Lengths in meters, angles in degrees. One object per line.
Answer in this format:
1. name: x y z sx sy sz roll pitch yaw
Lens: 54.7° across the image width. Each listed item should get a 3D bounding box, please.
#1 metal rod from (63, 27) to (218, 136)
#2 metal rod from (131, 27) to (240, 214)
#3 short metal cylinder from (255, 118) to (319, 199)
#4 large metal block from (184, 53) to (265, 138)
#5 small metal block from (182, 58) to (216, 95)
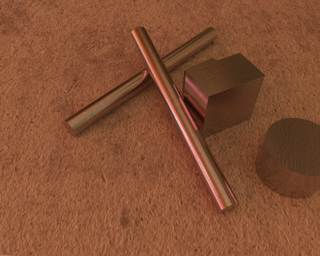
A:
1. metal rod: -0.013 -0.082 0.472 0.025 0.025 0.302 36 58 26
2. metal rod: 0.021 -0.031 0.408 0.025 0.025 0.299 -16 59 -14
3. short metal cylinder: 0.157 0.034 0.360 0.081 0.050 0.080 0 50 0
4. large metal block: 0.079 -0.041 0.403 0.081 0.080 0.050 -21 54 -17
5. small metal block: 0.061 -0.066 0.443 0.050 0.050 0.025 -27 56 -21
